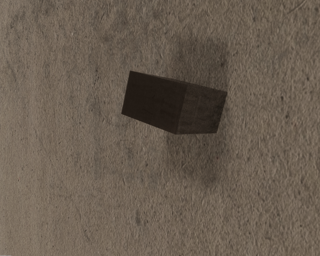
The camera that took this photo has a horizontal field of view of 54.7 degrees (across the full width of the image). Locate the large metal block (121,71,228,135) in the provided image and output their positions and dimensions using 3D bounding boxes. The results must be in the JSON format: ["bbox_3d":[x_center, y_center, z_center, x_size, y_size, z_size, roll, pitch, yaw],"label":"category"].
[{"bbox_3d":[0.017,-0.029,0.354,0.080,0.081,0.050,21,103,38],"label":"large metal block"}]
